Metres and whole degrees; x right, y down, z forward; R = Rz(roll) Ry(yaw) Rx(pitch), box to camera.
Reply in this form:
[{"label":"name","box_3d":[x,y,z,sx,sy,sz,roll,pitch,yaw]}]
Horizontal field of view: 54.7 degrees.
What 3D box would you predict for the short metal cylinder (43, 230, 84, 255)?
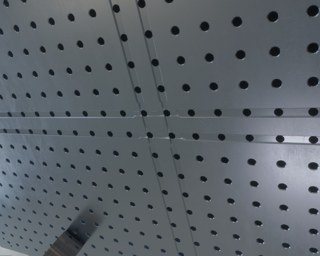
[{"label":"short metal cylinder","box_3d":[-0.206,0.263,0.647,0.050,0.080,0.080,39,129,1]}]
